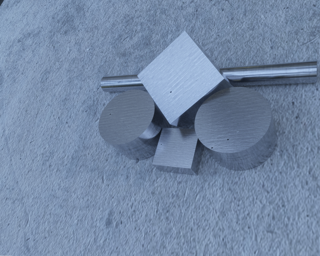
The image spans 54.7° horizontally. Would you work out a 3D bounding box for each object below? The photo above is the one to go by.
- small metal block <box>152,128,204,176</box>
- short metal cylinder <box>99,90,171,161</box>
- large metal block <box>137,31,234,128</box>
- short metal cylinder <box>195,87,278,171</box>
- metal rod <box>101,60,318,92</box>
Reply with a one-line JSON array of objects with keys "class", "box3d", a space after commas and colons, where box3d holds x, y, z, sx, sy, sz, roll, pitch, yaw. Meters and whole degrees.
[{"class": "small metal block", "box3d": [0.024, 0.028, 0.376, 0.050, 0.025, 0.050, 2, 63, 29]}, {"class": "short metal cylinder", "box3d": [-0.033, -0.004, 0.408, 0.080, 0.050, 0.080, -13, 56, 21]}, {"class": "large metal block", "box3d": [0.032, -0.057, 0.384, 0.080, 0.050, 0.080, -41, 66, 17]}, {"class": "short metal cylinder", "box3d": [0.085, 0.001, 0.344, 0.080, 0.050, 0.080, -13, 56, 21]}, {"class": "metal rod", "box3d": [0.046, -0.067, 0.422, 0.300, 0.025, 0.025, 1, 62, 28]}]
